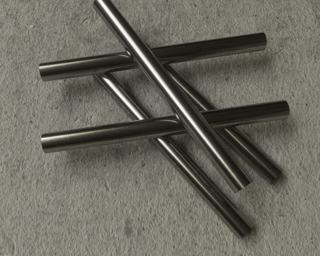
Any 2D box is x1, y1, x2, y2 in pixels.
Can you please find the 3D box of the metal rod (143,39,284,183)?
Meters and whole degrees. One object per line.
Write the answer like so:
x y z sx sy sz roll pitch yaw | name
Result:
0.044 -0.043 0.425 0.025 0.025 0.300 -41 75 -14 | metal rod

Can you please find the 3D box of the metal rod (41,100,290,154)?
0.010 -0.002 0.384 0.302 0.025 0.025 -8 70 -4 | metal rod

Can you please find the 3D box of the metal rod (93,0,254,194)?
0.006 -0.052 0.376 0.025 0.025 0.299 -33 74 -11 | metal rod

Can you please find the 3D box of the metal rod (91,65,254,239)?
0.003 0.016 0.403 0.025 0.025 0.300 -39 75 -13 | metal rod

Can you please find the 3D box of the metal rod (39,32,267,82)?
-0.006 -0.097 0.418 0.302 0.025 0.025 -9 71 -4 | metal rod
